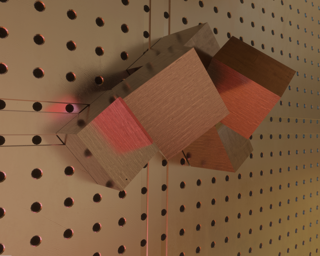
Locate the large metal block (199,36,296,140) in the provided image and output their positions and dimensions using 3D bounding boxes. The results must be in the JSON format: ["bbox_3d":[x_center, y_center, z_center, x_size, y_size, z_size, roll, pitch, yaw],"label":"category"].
[{"bbox_3d":[0.094,-0.046,0.362,0.080,0.080,0.050,34,55,11],"label":"large metal block"}]

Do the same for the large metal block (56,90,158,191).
[{"bbox_3d":[-0.052,0.011,0.350,0.080,0.050,0.080,-47,118,-30],"label":"large metal block"}]

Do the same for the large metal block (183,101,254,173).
[{"bbox_3d":[0.071,0.011,0.434,0.050,0.080,0.080,-41,116,-32],"label":"large metal block"}]

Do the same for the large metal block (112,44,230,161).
[{"bbox_3d":[0.011,-0.028,0.318,0.080,0.050,0.080,-37,116,-6],"label":"large metal block"}]

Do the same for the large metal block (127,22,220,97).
[{"bbox_3d":[0.020,-0.081,0.390,0.080,0.080,0.050,-49,120,-29],"label":"large metal block"}]
